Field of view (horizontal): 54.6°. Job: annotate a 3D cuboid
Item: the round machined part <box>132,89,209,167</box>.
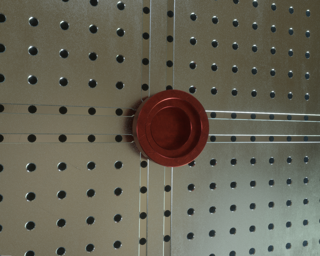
[{"bbox_3d":[0.011,0.000,0.407,0.099,0.042,0.097,0,90,-20],"label":"round machined part"}]
